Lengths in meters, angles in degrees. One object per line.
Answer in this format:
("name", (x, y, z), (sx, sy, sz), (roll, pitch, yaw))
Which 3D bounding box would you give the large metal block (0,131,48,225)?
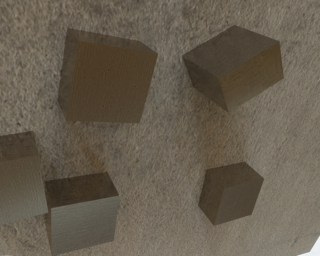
("large metal block", (-0.171, 0.056, 0.332), (0.081, 0.050, 0.079), (-11, 123, -23))

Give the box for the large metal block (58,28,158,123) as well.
("large metal block", (-0.058, -0.053, 0.327), (0.081, 0.050, 0.079), (2, 118, -30))

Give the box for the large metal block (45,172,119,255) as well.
("large metal block", (-0.103, 0.110, 0.403), (0.081, 0.050, 0.079), (-5, 121, -26))

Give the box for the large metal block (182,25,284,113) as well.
("large metal block", (0.087, -0.074, 0.375), (0.080, 0.080, 0.050), (-32, 129, -8))

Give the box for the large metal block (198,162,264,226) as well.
("large metal block", (0.119, 0.110, 0.527), (0.081, 0.050, 0.079), (-7, 122, -25))
